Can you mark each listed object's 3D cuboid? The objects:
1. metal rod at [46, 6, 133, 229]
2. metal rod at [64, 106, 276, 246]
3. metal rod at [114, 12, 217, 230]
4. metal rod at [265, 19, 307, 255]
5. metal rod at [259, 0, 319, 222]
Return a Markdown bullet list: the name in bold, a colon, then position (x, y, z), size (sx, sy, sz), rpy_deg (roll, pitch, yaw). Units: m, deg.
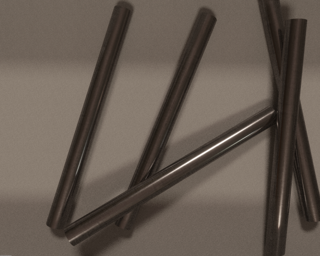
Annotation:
- **metal rod**: position (-0.093, -0.014, 0.410), size (0.025, 0.025, 0.298), rpy_deg (17, 90, -1)
- **metal rod**: position (0.021, 0.056, 0.392), size (0.301, 0.025, 0.025), rpy_deg (-30, 90, -8)
- **metal rod**: position (0.008, -0.009, 0.411), size (0.025, 0.025, 0.299), rpy_deg (22, 90, -1)
- **metal rod**: position (0.160, 0.017, 0.396), size (0.025, 0.025, 0.298), rpy_deg (2, 97, -1)
- **metal rod**: position (0.176, -0.025, 0.413), size (0.025, 0.025, 0.298), rpy_deg (-12, 90, 0)
